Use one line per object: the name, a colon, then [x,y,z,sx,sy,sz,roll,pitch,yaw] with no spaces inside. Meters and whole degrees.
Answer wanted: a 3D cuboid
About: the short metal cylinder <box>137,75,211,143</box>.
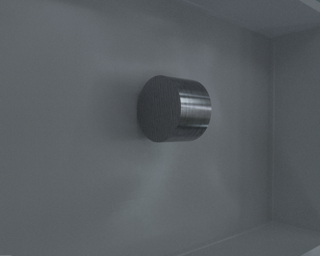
short metal cylinder: [0.016,-0.023,0.383,0.050,0.080,0.079,0,90,-40]
